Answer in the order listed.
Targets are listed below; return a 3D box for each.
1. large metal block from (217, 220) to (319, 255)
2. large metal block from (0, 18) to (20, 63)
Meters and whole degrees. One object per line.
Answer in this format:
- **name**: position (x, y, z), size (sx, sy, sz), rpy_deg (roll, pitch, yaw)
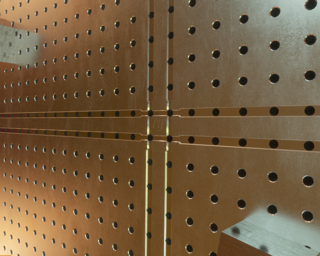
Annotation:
- **large metal block**: position (0.102, 0.151, 0.310), size (0.080, 0.050, 0.080), rpy_deg (15, 100, 39)
- **large metal block**: position (-0.368, -0.202, 0.700), size (0.080, 0.050, 0.080), rpy_deg (35, 112, 34)
